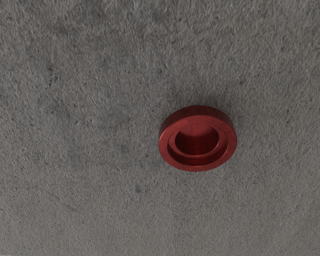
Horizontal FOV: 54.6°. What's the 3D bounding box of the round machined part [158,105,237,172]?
[{"bbox_3d":[0.047,0.009,0.404,0.099,0.042,0.097,0,130,0],"label":"round machined part"}]
